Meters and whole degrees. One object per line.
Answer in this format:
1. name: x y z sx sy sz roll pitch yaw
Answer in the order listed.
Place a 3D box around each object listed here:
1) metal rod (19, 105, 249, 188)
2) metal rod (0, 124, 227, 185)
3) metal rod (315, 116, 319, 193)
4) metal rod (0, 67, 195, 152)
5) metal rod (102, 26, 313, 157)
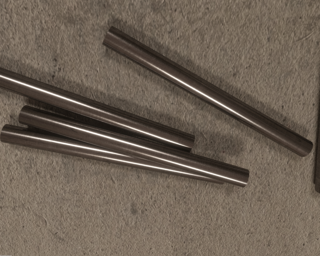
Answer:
1. metal rod: -0.032 0.024 0.405 0.302 0.025 0.025 16 109 -2
2. metal rod: -0.058 0.037 0.422 0.302 0.025 0.025 12 110 -5
3. metal rod: 0.220 -0.049 0.394 0.025 0.025 0.298 -6 110 2
4. metal rod: -0.099 -0.028 0.398 0.302 0.025 0.025 19 109 -8
5. metal rod: 0.068 -0.041 0.395 0.301 0.025 0.025 28 108 -11
